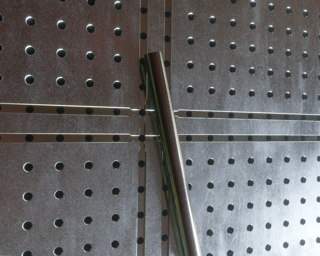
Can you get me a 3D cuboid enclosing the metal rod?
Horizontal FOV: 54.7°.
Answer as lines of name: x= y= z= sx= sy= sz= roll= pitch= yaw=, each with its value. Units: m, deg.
metal rod: x=0.020 y=0.048 z=0.421 sx=0.025 sy=0.025 sz=0.298 roll=-13 pitch=95 yaw=-20
